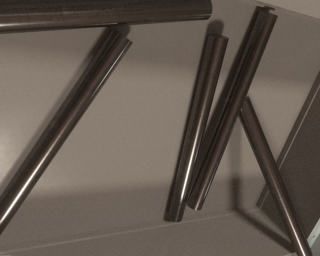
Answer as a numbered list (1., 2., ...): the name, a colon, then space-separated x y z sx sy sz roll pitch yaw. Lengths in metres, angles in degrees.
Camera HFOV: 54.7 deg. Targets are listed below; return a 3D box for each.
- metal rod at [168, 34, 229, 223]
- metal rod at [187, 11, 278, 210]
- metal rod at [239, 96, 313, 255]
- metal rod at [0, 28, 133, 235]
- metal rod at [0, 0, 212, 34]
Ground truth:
1. metal rod: 0.049 0.018 0.448 0.025 0.025 0.298 -5 121 -27
2. metal rod: 0.097 -0.012 0.444 0.025 0.025 0.298 5 112 -31
3. metal rod: 0.183 0.089 0.492 0.025 0.025 0.299 -29 105 -10
4. metal rod: -0.127 0.020 0.352 0.025 0.025 0.299 29 102 -38
5. metal rod: -0.084 -0.108 0.296 0.303 0.025 0.025 -12 124 -22
